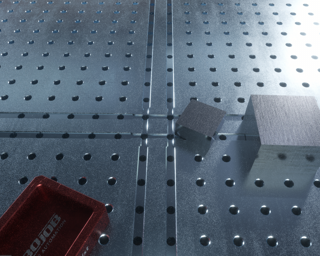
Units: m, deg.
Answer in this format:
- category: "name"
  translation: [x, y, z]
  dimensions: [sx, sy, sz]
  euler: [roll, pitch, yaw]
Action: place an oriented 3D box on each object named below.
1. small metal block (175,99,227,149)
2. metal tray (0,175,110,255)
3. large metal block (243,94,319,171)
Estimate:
- category: "small metal block"
  translation: [0.054, -0.006, 0.413]
  dimensions: [0.050, 0.025, 0.050]
  euler: [23, 54, 18]
- category: "metal tray"
  translation: [-0.122, 0.119, 0.303]
  dimensions: [0.090, 0.030, 0.130]
  euler: [20, 53, 16]
- category: "large metal block"
  translation: [0.155, 0.005, 0.388]
  dimensions: [0.080, 0.050, 0.080]
  euler: [2, 50, 1]
